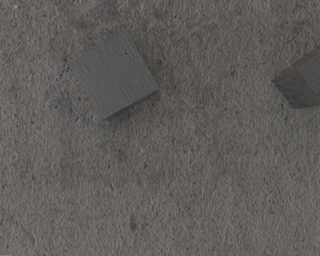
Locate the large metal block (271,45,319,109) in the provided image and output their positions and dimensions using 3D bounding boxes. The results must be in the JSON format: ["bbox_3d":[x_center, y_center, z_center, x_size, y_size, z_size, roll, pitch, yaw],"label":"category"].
[{"bbox_3d":[0.200,-0.069,0.384,0.080,0.080,0.050,-37,90,0],"label":"large metal block"}]

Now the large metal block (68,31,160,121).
[{"bbox_3d":[-0.055,-0.063,0.397,0.080,0.050,0.080,-29,90,0],"label":"large metal block"}]
